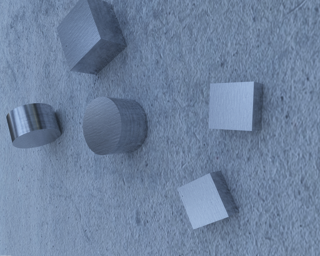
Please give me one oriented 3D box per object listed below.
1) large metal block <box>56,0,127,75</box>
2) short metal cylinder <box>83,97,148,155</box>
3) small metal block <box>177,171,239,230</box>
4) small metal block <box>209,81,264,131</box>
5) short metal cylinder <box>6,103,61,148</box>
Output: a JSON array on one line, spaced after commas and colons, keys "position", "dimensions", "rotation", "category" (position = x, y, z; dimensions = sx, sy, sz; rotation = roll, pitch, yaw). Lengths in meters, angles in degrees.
[{"position": [-0.106, -0.140, 0.473], "dimensions": [0.080, 0.050, 0.080], "rotation": [-33, 70, 35], "category": "large metal block"}, {"position": [-0.064, -0.003, 0.439], "dimensions": [0.080, 0.050, 0.079], "rotation": [0, 90, 39], "category": "short metal cylinder"}, {"position": [0.055, 0.083, 0.358], "dimensions": [0.050, 0.025, 0.050], "rotation": [-34, 69, 34], "category": "small metal block"}, {"position": [0.082, -0.023, 0.336], "dimensions": [0.050, 0.025, 0.050], "rotation": [3, 92, 39], "category": "small metal block"}, {"position": [-0.224, -0.003, 0.550], "dimensions": [0.080, 0.081, 0.050], "rotation": [-33, 70, 35], "category": "short metal cylinder"}]
